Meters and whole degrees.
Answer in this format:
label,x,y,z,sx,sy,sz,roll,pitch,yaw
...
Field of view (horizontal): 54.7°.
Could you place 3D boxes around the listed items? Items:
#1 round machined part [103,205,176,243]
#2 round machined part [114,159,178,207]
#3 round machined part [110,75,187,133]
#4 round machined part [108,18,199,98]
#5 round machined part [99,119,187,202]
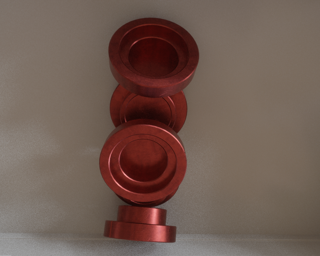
label,x,y,z,sx,sy,sz,roll,pitch,yaw
round machined part,-0.026,0.132,0.430,0.099,0.098,0.042,6,73,-3
round machined part,-0.021,0.069,0.425,0.099,0.042,0.097,0,110,-1
round machined part,-0.014,-0.022,0.392,0.099,0.042,0.097,0,110,-1
round machined part,-0.008,-0.075,0.353,0.099,0.098,0.042,7,152,-3
round machined part,-0.019,0.035,0.367,0.099,0.042,0.097,0,110,-1
